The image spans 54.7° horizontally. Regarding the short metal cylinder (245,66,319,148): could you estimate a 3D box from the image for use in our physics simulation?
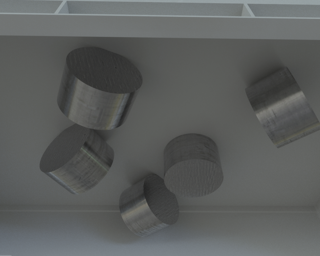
[{"bbox_3d":[0.140,-0.023,0.354,0.050,0.080,0.080,-30,124,22],"label":"short metal cylinder"}]

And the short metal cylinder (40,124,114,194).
[{"bbox_3d":[-0.108,0.039,0.405,0.080,0.080,0.050,-26,126,20],"label":"short metal cylinder"}]

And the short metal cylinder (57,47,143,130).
[{"bbox_3d":[-0.065,-0.044,0.335,0.081,0.080,0.050,17,128,-14],"label":"short metal cylinder"}]

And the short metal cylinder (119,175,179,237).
[{"bbox_3d":[-0.016,0.118,0.473,0.050,0.080,0.080,-34,122,25],"label":"short metal cylinder"}]

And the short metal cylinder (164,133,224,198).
[{"bbox_3d":[0.046,0.054,0.439,0.081,0.050,0.079,0,130,0],"label":"short metal cylinder"}]
